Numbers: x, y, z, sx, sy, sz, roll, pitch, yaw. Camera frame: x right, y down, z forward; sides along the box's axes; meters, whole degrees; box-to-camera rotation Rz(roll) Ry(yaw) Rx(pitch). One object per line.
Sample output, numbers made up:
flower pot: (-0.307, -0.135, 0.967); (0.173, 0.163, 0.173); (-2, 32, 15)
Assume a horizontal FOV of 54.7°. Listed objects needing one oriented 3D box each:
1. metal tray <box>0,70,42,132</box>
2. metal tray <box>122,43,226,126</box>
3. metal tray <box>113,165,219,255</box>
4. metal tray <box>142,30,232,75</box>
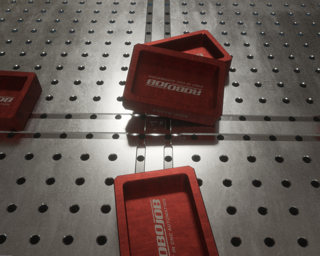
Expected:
metal tray: (-0.247, -0.042, 0.436); (0.131, 0.030, 0.090); (4, 50, 2)
metal tray: (0.021, -0.060, 0.425); (0.131, 0.030, 0.090); (11, 67, -4)
metal tray: (0.004, 0.105, 0.315); (0.091, 0.030, 0.130); (-7, 50, -7)
metal tray: (0.036, -0.109, 0.496); (0.131, 0.030, 0.090); (-17, 52, -15)
